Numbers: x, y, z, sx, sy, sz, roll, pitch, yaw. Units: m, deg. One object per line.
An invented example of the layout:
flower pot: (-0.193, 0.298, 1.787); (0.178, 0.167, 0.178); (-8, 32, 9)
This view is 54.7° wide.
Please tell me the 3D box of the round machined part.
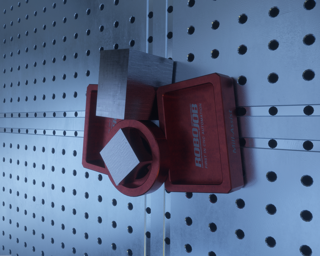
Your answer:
round machined part: (-0.024, 0.036, 0.401); (0.098, 0.042, 0.097); (0, 90, 40)

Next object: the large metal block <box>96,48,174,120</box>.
large metal block: (-0.031, -0.052, 0.394); (0.050, 0.081, 0.079); (8, 95, 40)

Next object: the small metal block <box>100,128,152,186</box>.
small metal block: (-0.042, 0.035, 0.384); (0.050, 0.025, 0.050); (-47, 62, 30)

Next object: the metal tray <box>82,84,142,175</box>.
metal tray: (-0.073, 0.002, 0.461); (0.090, 0.030, 0.129); (8, 95, 39)

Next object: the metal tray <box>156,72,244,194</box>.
metal tray: (0.044, 0.009, 0.364); (0.090, 0.030, 0.129); (-8, 85, 39)
